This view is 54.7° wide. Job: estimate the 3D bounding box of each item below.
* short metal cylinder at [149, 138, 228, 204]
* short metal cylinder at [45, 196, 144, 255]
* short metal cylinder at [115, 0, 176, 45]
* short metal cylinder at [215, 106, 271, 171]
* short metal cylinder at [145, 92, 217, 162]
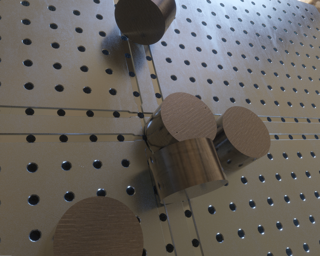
[{"bbox_3d":[0.032,0.051,0.361,0.081,0.080,0.050,-4,64,-30],"label":"short metal cylinder"},{"bbox_3d":[-0.062,0.111,0.292,0.081,0.050,0.080,14,56,-21],"label":"short metal cylinder"},{"bbox_3d":[-0.021,-0.174,0.469,0.080,0.080,0.050,32,51,-8],"label":"short metal cylinder"},{"bbox_3d":[0.109,0.016,0.444,0.081,0.050,0.080,14,56,-21],"label":"short metal cylinder"},{"bbox_3d":[0.027,0.000,0.408,0.081,0.050,0.080,14,56,-21],"label":"short metal cylinder"}]
